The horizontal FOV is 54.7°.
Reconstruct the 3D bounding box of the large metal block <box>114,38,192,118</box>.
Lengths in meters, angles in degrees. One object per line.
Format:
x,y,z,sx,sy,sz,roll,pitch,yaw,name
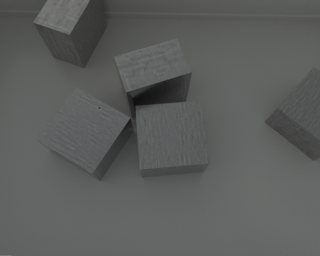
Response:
-0.009,-0.062,0.403,0.081,0.080,0.050,-18,71,-7,large metal block

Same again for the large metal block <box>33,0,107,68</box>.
-0.120,-0.144,0.432,0.050,0.080,0.080,20,71,7,large metal block

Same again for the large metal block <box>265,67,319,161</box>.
0.202,-0.018,0.405,0.080,0.050,0.080,42,75,13,large metal block

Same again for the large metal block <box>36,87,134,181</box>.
-0.091,0.009,0.392,0.080,0.050,0.080,29,72,10,large metal block

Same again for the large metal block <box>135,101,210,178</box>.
0.013,0.015,0.391,0.081,0.050,0.080,-5,70,-2,large metal block
